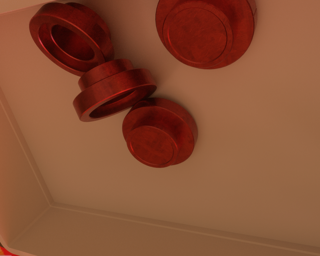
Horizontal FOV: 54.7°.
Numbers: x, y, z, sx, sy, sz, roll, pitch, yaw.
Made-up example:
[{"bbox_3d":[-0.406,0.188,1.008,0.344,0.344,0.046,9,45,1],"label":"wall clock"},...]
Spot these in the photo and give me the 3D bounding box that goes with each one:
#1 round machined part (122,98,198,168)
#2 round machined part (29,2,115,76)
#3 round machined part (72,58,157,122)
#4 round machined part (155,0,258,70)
[{"bbox_3d":[-0.004,0.013,0.399,0.098,0.042,0.097,11,129,14],"label":"round machined part"},{"bbox_3d":[-0.098,-0.107,0.367,0.098,0.042,0.098,20,153,11],"label":"round machined part"},{"bbox_3d":[-0.057,-0.047,0.366,0.098,0.099,0.042,-29,83,38],"label":"round machined part"},{"bbox_3d":[0.041,-0.098,0.301,0.098,0.042,0.097,14,137,14],"label":"round machined part"}]
